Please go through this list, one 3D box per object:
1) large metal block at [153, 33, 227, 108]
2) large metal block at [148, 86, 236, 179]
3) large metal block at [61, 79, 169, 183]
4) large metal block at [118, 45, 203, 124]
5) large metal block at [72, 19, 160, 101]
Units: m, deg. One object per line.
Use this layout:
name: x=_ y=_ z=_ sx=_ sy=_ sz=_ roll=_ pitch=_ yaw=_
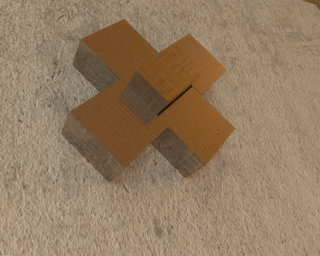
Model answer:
large metal block: x=0.039 y=-0.083 z=0.462 sx=0.080 sy=0.050 sz=0.080 roll=45 pitch=51 yaw=3
large metal block: x=0.039 y=0.005 z=0.408 sx=0.080 sy=0.050 sz=0.080 roll=45 pitch=51 yaw=3
large metal block: x=-0.052 y=0.002 z=0.360 sx=0.080 sy=0.050 sz=0.080 roll=45 pitch=51 yaw=3
large metal block: x=-0.002 y=-0.049 z=0.400 sx=0.050 sy=0.080 sz=0.080 roll=45 pitch=51 yaw=3
large metal block: x=-0.054 y=-0.088 z=0.414 sx=0.080 sy=0.050 sz=0.080 roll=45 pitch=51 yaw=3
